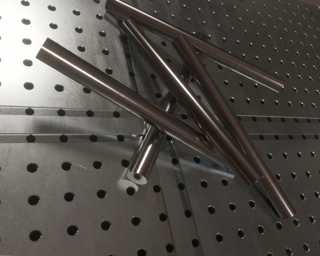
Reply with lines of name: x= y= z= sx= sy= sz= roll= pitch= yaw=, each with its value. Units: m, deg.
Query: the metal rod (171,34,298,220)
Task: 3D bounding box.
metal rod: x=0.104 y=-0.006 z=0.450 sx=0.025 sy=0.025 sz=0.299 roll=-26 pitch=82 yaw=-37

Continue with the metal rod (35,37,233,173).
metal rod: x=-0.003 y=-0.013 z=0.378 sx=0.301 sy=0.025 sz=0.025 roll=30 pitch=51 yaw=-23

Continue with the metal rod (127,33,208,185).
metal rod: x=0.023 y=-0.049 z=0.451 sx=0.025 sy=0.025 sz=0.301 roll=31 pitch=51 yaw=-9

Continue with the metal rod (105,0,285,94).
metal rod: x=0.055 y=-0.132 z=0.488 sx=0.301 sy=0.025 sz=0.025 roll=26 pitch=52 yaw=0

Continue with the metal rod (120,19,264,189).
metal rod: x=0.030 y=-0.048 z=0.419 sx=0.025 sy=0.025 sz=0.299 roll=-18 pitch=60 yaw=-35
